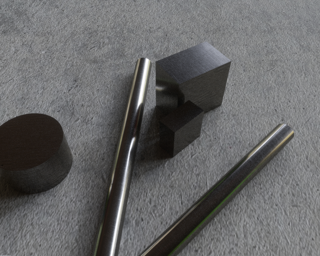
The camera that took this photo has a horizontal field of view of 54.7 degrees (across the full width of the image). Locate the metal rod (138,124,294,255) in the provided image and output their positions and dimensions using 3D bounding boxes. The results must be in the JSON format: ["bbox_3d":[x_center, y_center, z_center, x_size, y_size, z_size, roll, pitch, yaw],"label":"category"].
[{"bbox_3d":[0.053,0.084,0.333,0.302,0.025,0.025,-36,59,-27],"label":"metal rod"}]

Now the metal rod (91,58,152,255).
[{"bbox_3d":[-0.040,0.014,0.390,0.025,0.025,0.300,4,50,3],"label":"metal rod"}]

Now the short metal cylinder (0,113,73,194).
[{"bbox_3d":[-0.148,0.029,0.361,0.081,0.050,0.080,0,50,0],"label":"short metal cylinder"}]

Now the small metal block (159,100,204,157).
[{"bbox_3d":[0.026,0.001,0.386,0.050,0.050,0.025,-36,59,-26],"label":"small metal block"}]

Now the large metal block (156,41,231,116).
[{"bbox_3d":[0.042,-0.058,0.417,0.081,0.080,0.050,-26,55,-21],"label":"large metal block"}]
